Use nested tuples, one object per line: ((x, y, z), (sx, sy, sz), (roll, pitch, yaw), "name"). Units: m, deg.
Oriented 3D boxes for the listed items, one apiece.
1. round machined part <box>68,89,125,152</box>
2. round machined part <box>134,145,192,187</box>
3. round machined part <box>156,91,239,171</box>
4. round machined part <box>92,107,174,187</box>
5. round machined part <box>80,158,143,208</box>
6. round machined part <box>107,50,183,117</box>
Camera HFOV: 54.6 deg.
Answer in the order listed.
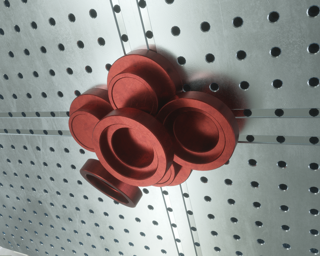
((-0.091, -0.004, 0.447), (0.098, 0.042, 0.097), (13, 124, 21), "round machined part")
((-0.003, 0.042, 0.428), (0.098, 0.042, 0.097), (13, 124, 21), "round machined part")
((0.047, 0.000, 0.375), (0.098, 0.042, 0.097), (13, 124, 21), "round machined part")
((-0.028, 0.019, 0.372), (0.098, 0.042, 0.097), (13, 124, 21), "round machined part")
((-0.067, 0.075, 0.466), (0.098, 0.042, 0.098), (26, 154, 14), "round machined part")
((-0.025, -0.044, 0.387), (0.098, 0.042, 0.097), (13, 124, 21), "round machined part")
